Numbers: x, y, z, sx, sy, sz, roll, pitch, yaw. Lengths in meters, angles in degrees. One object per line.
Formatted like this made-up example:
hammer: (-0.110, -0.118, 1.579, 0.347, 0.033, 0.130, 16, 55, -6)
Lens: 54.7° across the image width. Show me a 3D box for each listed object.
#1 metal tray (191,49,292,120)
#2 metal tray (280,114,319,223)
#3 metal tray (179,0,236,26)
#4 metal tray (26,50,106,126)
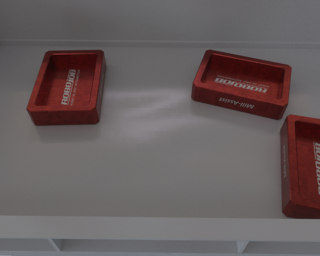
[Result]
metal tray: (0.121, -0.067, 0.458, 0.131, 0.030, 0.090, 14, 51, 12)
metal tray: (0.193, 0.046, 0.363, 0.090, 0.030, 0.130, 10, 51, 8)
metal tray: (0.081, -0.224, 0.528, 0.091, 0.130, 0.030, 0, 75, 0)
metal tray: (-0.131, -0.063, 0.453, 0.091, 0.030, 0.130, -1, 50, -1)
